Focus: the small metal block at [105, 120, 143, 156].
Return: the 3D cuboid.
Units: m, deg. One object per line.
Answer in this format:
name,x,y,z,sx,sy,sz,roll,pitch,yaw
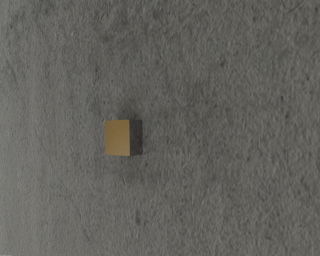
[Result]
small metal block,-0.053,0.014,0.446,0.050,0.025,0.050,-1,89,39
